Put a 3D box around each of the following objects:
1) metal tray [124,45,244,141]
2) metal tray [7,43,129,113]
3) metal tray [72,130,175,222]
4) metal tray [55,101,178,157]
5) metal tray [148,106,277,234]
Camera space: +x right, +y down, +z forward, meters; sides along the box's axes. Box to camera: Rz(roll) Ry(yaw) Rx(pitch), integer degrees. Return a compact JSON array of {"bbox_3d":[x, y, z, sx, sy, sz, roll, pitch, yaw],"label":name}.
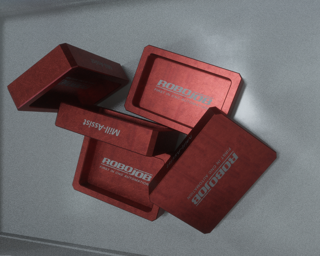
[{"bbox_3d":[0.029,-0.043,0.395,0.130,0.030,0.089,22,97,18],"label":"metal tray"},{"bbox_3d":[-0.107,-0.055,0.388,0.090,0.130,0.030,-31,80,18],"label":"metal tray"},{"bbox_3d":[-0.048,0.059,0.420,0.130,0.030,0.089,17,96,18],"label":"metal tray"},{"bbox_3d":[-0.051,-0.001,0.390,0.130,0.090,0.030,17,96,19],"label":"metal tray"},{"bbox_3d":[0.059,0.052,0.364,0.090,0.030,0.130,34,103,-13],"label":"metal tray"}]
